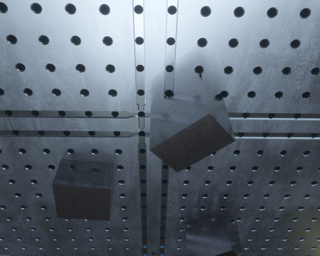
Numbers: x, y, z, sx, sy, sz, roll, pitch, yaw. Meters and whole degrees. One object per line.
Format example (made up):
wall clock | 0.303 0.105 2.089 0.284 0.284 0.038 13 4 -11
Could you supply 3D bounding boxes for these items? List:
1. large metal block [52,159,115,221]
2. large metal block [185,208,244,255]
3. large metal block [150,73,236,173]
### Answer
large metal block | -0.114 0.096 0.476 0.081 0.050 0.079 5 130 -5
large metal block | 0.095 0.201 0.548 0.080 0.080 0.050 -28 125 21
large metal block | 0.035 -0.007 0.371 0.080 0.080 0.050 -33 123 24
